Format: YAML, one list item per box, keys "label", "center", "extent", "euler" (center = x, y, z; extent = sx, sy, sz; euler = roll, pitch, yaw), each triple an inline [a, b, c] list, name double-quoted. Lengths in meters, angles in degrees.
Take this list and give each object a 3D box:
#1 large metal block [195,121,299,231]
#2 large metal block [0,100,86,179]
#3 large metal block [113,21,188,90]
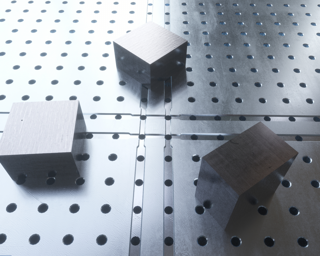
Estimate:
- label: "large metal block"
  center: [0.088, 0.052, 0.330]
  extent: [0.081, 0.080, 0.050]
  euler: [-28, 56, -22]
- label: "large metal block"
  center: [-0.139, 0.013, 0.379]
  extent: [0.081, 0.050, 0.080]
  euler: [-3, 50, -3]
- label: "large metal block"
  center: [-0.015, -0.117, 0.489]
  extent: [0.080, 0.050, 0.080]
  euler: [37, 59, 26]
